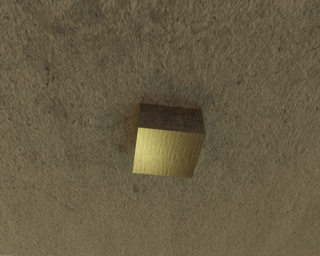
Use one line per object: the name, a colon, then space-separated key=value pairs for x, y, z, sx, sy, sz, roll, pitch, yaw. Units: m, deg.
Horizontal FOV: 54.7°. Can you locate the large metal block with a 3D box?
large metal block: x=0.009 y=0.017 z=0.407 sx=0.081 sy=0.050 sz=0.079 roll=6 pitch=130 yaw=-6
